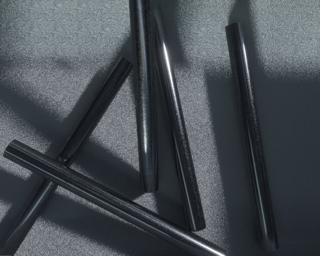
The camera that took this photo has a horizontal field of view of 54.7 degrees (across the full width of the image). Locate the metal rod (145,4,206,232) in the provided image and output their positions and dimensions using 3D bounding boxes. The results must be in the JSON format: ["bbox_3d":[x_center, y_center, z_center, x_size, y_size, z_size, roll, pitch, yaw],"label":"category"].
[{"bbox_3d":[0.019,-0.013,0.411,0.025,0.025,0.298,-12,90,0],"label":"metal rod"}]

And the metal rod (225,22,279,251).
[{"bbox_3d":[0.122,0.011,0.412,0.025,0.025,0.298,-9,90,0],"label":"metal rod"}]

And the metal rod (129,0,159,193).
[{"bbox_3d":[-0.017,-0.056,0.350,0.025,0.025,0.298,-2,115,0],"label":"metal rod"}]

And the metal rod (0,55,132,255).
[{"bbox_3d":[-0.125,0.037,0.410,0.025,0.025,0.299,33,90,0],"label":"metal rod"}]

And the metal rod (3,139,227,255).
[{"bbox_3d":[-0.052,0.097,0.390,0.301,0.025,0.025,29,90,-4],"label":"metal rod"}]
